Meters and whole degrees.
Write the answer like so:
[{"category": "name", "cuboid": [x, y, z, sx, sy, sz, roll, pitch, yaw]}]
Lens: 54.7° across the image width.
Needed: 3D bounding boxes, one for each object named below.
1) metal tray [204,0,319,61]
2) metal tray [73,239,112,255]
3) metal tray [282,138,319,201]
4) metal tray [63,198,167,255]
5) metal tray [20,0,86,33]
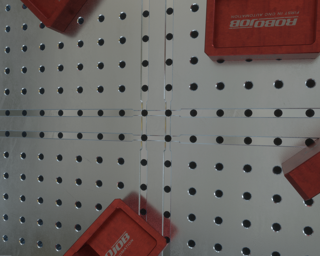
[{"category": "metal tray", "cuboid": [0.122, -0.129, 0.366, 0.130, 0.030, 0.089, 3, 91, 19]}, {"category": "metal tray", "cuboid": [-0.124, 0.215, 0.409, 0.030, 0.090, 0.129, 39, 112, 16]}, {"category": "metal tray", "cuboid": [0.188, 0.016, 0.312, 0.130, 0.090, 0.030, -40, 78, 15]}, {"category": "metal tray", "cuboid": [-0.065, 0.169, 0.397, 0.090, 0.030, 0.130, 38, 70, 16]}, {"category": "metal tray", "cuboid": [-0.172, -0.220, 0.468, 0.130, 0.030, 0.090, 45, 104, 14]}]
